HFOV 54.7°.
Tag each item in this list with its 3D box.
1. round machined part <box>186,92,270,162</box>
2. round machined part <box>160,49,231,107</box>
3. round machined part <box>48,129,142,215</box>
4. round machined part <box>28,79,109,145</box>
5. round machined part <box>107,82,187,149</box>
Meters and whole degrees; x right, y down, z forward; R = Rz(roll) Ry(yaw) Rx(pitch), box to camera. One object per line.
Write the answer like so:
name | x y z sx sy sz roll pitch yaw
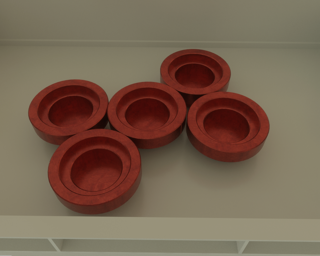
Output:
round machined part | 0.082 0.003 0.389 0.099 0.042 0.098 0 50 0
round machined part | 0.050 -0.068 0.448 0.099 0.042 0.098 0 50 0
round machined part | -0.069 0.051 0.346 0.099 0.042 0.098 0 50 0
round machined part | -0.114 -0.016 0.403 0.099 0.042 0.098 0 50 0
round machined part | -0.016 -0.012 0.399 0.099 0.042 0.098 0 50 0
